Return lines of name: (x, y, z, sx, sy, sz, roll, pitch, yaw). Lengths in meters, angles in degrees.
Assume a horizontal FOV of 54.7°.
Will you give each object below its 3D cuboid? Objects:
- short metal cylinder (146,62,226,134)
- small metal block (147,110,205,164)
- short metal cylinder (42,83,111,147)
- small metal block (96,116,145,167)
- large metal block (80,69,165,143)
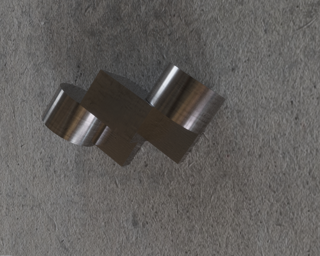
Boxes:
short metal cylinder: (0.031, -0.036, 0.370, 0.080, 0.080, 0.050, 37, 102, 16)
small metal block: (0.021, 0.011, 0.403, 0.050, 0.025, 0.050, 37, 102, 16)
short metal cylinder: (-0.110, -0.018, 0.420, 0.080, 0.080, 0.050, 37, 102, 16)
small metal block: (-0.053, 0.017, 0.429, 0.050, 0.025, 0.050, 37, 102, 16)
large metal block: (-0.039, -0.026, 0.395, 0.080, 0.080, 0.050, 37, 102, 16)
